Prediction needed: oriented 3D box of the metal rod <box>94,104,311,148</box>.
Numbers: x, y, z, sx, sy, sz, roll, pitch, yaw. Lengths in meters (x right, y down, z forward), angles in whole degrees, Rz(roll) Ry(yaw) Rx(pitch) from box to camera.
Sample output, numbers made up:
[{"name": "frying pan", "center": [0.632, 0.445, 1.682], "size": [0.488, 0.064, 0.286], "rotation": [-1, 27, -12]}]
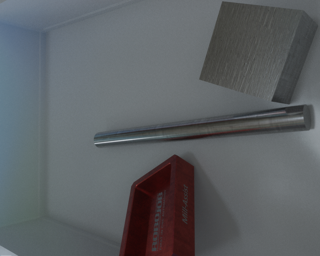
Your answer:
[{"name": "metal rod", "center": [0.023, 0.004, 0.386], "size": [0.300, 0.025, 0.025], "rotation": [-7, 86, 39]}]

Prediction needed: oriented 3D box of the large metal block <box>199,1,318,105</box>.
[{"name": "large metal block", "center": [0.096, -0.075, 0.310], "size": [0.080, 0.050, 0.079], "rotation": [25, 106, 37]}]

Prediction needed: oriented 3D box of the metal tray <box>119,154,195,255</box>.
[{"name": "metal tray", "center": [-0.003, 0.104, 0.356], "size": [0.090, 0.030, 0.130], "rotation": [-38, 29, 33]}]
